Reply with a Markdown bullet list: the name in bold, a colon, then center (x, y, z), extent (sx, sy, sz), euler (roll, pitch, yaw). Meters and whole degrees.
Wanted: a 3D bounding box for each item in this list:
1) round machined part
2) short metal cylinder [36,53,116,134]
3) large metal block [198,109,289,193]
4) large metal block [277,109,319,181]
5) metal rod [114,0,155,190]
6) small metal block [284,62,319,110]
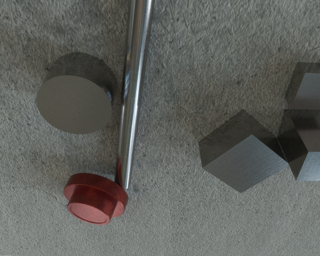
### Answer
- **round machined part**: center (-0.102, 0.114, 0.475), extent (0.098, 0.042, 0.097), euler (10, 139, 9)
- **short metal cylinder**: center (-0.093, -0.039, 0.356), extent (0.081, 0.050, 0.079), euler (0, 130, 0)
- **large metal block**: center (0.112, 0.034, 0.422), extent (0.080, 0.050, 0.080), euler (34, 122, -26)
- **large metal block**: center (0.205, 0.019, 0.391), extent (0.081, 0.080, 0.050), euler (0, 130, 0)
- **metal rod**: center (-0.037, -0.027, 0.383), extent (0.025, 0.025, 0.298), euler (6, 130, -6)
- **small metal block**: center (0.184, -0.049, 0.368), extent (0.050, 0.025, 0.050), euler (2, 130, -2)
